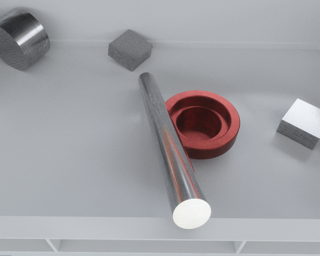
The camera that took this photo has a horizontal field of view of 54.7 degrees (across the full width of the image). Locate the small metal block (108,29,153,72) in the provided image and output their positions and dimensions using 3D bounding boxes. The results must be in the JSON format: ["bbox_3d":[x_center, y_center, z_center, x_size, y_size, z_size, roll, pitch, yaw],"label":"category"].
[{"bbox_3d":[-0.048,-0.126,0.503,0.050,0.025,0.050,36,58,9],"label":"small metal block"}]

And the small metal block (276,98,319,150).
[{"bbox_3d":[0.193,-0.006,0.413,0.050,0.025,0.050,32,57,24],"label":"small metal block"}]

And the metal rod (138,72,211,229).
[{"bbox_3d":[0.000,-0.008,0.334,0.025,0.025,0.300,-6,26,-6],"label":"metal rod"}]

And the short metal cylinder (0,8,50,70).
[{"bbox_3d":[-0.221,-0.138,0.482,0.080,0.080,0.050,24,54,18],"label":"short metal cylinder"}]

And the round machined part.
[{"bbox_3d":[0.048,0.000,0.394,0.099,0.042,0.098,0,50,0],"label":"round machined part"}]
